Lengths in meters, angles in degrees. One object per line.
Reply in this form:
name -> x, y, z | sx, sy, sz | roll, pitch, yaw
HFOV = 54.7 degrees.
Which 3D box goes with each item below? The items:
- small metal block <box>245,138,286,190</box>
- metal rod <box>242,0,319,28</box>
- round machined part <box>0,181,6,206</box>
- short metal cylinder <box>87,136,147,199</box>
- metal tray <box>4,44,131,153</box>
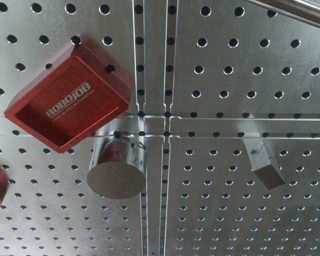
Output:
small metal block -> 0.150, 0.052, 0.442 | 0.025, 0.050, 0.050 | -29, 125, 22
metal rod -> 0.071, -0.139, 0.294 | 0.302, 0.025, 0.025 | 14, 129, -12
round machined part -> -0.303, 0.108, 0.488 | 0.099, 0.042, 0.097 | -1, 130, 0
short metal cylinder -> -0.060, 0.057, 0.443 | 0.081, 0.050, 0.079 | 0, 130, 0
metal tray -> -0.112, -0.030, 0.381 | 0.130, 0.030, 0.090 | -32, 124, 24
